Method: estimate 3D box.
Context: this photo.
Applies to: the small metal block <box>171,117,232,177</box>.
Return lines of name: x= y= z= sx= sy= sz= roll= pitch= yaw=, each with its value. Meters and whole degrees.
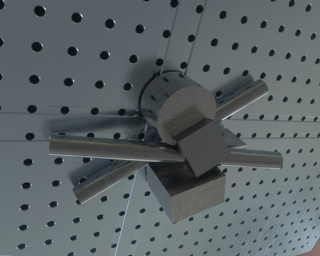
small metal block: x=0.050 y=0.022 z=0.372 sx=0.050 sy=0.025 sz=0.050 roll=-31 pitch=106 yaw=-8

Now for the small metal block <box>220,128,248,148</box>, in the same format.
small metal block: x=0.089 y=0.023 z=0.454 sx=0.050 sy=0.050 sz=0.025 roll=0 pitch=118 yaw=-28

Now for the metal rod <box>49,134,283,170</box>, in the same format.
metal rod: x=0.020 y=0.032 z=0.392 sx=0.302 sy=0.025 sz=0.025 roll=5 pitch=117 yaw=-16

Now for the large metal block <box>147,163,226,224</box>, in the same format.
large metal block: x=0.034 y=0.074 z=0.435 sx=0.081 sy=0.080 sz=0.050 roll=-17 pitch=125 yaw=-19

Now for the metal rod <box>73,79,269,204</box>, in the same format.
metal rod: x=0.021 y=0.014 z=0.428 sx=0.301 sy=0.025 sz=0.025 roll=-30 pitch=129 yaw=-9

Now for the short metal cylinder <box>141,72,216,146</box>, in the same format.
short metal cylinder: x=0.022 y=-0.024 z=0.388 sx=0.081 sy=0.050 sz=0.079 roll=-14 pitch=123 yaw=-21
